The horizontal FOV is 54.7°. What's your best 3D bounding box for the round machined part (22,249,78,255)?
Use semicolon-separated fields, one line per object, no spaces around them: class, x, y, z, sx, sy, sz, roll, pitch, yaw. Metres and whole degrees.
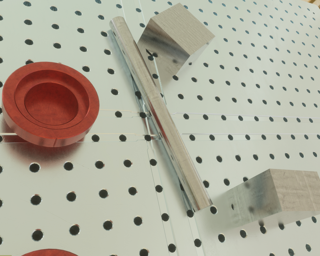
round machined part;-0.097;0.153;0.252;0.099;0.042;0.098;14;56;-21

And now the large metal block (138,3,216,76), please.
large metal block;0.027;-0.142;0.494;0.080;0.050;0.080;44;51;2

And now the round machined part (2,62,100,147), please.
round machined part;-0.121;-0.022;0.345;0.099;0.042;0.098;14;56;-21

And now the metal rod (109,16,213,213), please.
metal rod;-0.006;-0.031;0.423;0.025;0.025;0.299;-12;68;-33

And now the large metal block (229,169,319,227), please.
large metal block;0.150;0.092;0.398;0.081;0.080;0.050;7;59;-25
